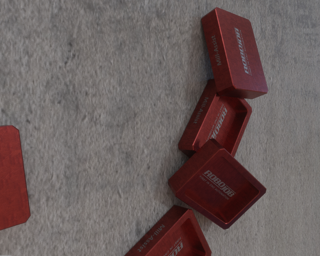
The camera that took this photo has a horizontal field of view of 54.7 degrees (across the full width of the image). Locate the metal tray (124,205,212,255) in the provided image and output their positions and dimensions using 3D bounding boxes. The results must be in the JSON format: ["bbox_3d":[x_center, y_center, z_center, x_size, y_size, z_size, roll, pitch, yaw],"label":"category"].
[{"bbox_3d":[0.007,0.178,0.409,0.131,0.030,0.090,-38,114,-34],"label":"metal tray"}]

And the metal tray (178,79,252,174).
[{"bbox_3d":[0.089,-0.002,0.478,0.090,0.030,0.130,41,65,-33],"label":"metal tray"}]

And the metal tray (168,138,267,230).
[{"bbox_3d":[0.086,0.085,0.448,0.090,0.030,0.130,-46,123,5],"label":"metal tray"}]

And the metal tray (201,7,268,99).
[{"bbox_3d":[0.116,-0.113,0.479,0.091,0.030,0.129,0,74,-40],"label":"metal tray"}]

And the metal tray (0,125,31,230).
[{"bbox_3d":[-0.181,0.050,0.250,0.131,0.030,0.089,-10,96,-40],"label":"metal tray"}]
